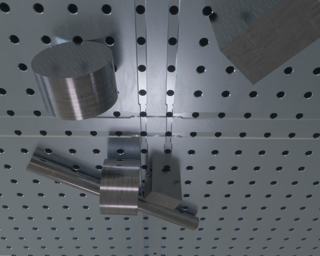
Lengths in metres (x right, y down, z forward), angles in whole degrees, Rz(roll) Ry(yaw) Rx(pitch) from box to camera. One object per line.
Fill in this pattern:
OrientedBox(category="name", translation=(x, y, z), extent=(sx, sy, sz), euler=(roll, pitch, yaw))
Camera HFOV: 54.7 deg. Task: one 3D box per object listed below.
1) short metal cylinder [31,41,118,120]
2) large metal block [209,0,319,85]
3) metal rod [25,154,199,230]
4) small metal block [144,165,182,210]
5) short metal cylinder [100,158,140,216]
OrientedBox(category="short metal cylinder", translation=(-0.088, -0.052, 0.330), extent=(0.081, 0.080, 0.050), euler=(-1, 130, 1))
OrientedBox(category="large metal block", translation=(0.098, -0.101, 0.291), extent=(0.080, 0.080, 0.050), euler=(-37, 121, 27))
OrientedBox(category="metal rod", translation=(-0.064, 0.111, 0.505), extent=(0.302, 0.025, 0.025), euler=(26, 125, -21))
OrientedBox(category="small metal block", translation=(0.005, 0.090, 0.472), extent=(0.050, 0.050, 0.025), euler=(22, 127, -18))
OrientedBox(category="short metal cylinder", translation=(-0.056, 0.085, 0.447), extent=(0.050, 0.080, 0.079), euler=(3, 130, -3))
